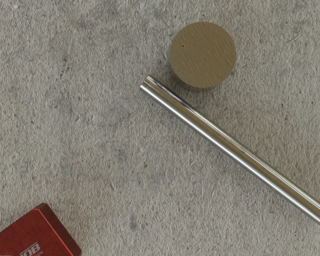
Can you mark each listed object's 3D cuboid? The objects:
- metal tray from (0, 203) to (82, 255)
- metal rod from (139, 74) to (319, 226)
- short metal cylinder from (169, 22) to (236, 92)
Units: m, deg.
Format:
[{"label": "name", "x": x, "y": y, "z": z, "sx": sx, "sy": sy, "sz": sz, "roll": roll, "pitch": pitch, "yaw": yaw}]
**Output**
[{"label": "metal tray", "x": -0.183, "y": 0.173, "z": 0.406, "sx": 0.130, "sy": 0.030, "sz": 0.090, "roll": -36, "pitch": 90, "yaw": 0}, {"label": "metal rod", "x": 0.100, "y": 0.030, "z": 0.410, "sx": 0.301, "sy": 0.025, "sz": 0.025, "roll": 37, "pitch": 90, "yaw": 0}, {"label": "short metal cylinder", "x": 0.052, "y": -0.088, "z": 0.398, "sx": 0.081, "sy": 0.050, "sz": 0.079, "roll": 0, "pitch": 90, "yaw": 0}]
